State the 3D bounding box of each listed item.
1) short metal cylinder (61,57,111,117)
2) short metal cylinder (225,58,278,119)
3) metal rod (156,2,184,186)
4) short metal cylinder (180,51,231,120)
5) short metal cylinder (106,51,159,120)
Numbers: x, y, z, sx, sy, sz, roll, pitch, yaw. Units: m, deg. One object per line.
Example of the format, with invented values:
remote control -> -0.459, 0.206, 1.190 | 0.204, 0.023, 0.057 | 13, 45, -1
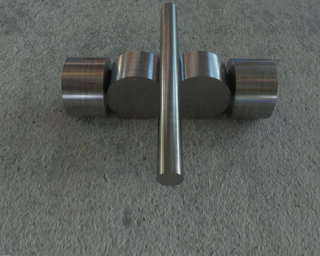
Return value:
short metal cylinder -> -0.094, -0.054, 0.414 | 0.050, 0.080, 0.080 | 1, 50, 0
short metal cylinder -> 0.117, -0.052, 0.414 | 0.050, 0.080, 0.080 | 1, 50, 0
metal rod -> 0.012, -0.067, 0.381 | 0.025, 0.025, 0.300 | 1, 50, 0
short metal cylinder -> 0.051, -0.056, 0.416 | 0.080, 0.080, 0.050 | 1, 50, 0
short metal cylinder -> -0.029, -0.055, 0.416 | 0.080, 0.080, 0.050 | 1, 50, 0
